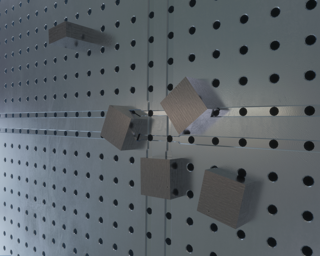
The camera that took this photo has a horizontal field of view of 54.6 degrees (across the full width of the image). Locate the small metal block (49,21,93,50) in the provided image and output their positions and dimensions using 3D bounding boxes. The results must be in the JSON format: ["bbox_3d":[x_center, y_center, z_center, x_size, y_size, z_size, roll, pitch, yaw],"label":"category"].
[{"bbox_3d":[-0.150,-0.153,0.518,0.050,0.050,0.025,-5,87,40],"label":"small metal block"}]

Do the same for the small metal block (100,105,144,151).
[{"bbox_3d":[-0.057,-0.001,0.458,0.050,0.025,0.050,31,110,35],"label":"small metal block"}]

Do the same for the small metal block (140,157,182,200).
[{"bbox_3d":[0.001,0.064,0.409,0.050,0.025,0.050,-1,89,40],"label":"small metal block"}]

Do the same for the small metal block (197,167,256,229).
[{"bbox_3d":[0.074,0.077,0.349,0.050,0.025,0.050,17,101,39],"label":"small metal block"}]

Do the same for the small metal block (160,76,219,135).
[{"bbox_3d":[0.035,-0.027,0.381,0.050,0.025,0.050,-44,64,31],"label":"small metal block"}]
